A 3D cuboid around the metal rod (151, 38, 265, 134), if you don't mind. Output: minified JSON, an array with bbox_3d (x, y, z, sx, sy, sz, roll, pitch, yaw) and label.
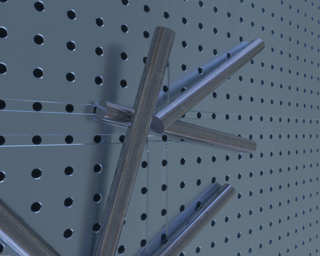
[{"bbox_3d":[0.086,-0.077,0.466,0.302,0.025,0.025,-39,114,-39],"label":"metal rod"}]

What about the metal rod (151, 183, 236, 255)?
[{"bbox_3d":[0.011,0.169,0.420,0.302,0.025,0.025,-33,111,-35],"label":"metal rod"}]

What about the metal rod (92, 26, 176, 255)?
[{"bbox_3d":[-0.033,0.030,0.357,0.025,0.025,0.298,17,87,-39],"label":"metal rod"}]

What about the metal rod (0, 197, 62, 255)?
[{"bbox_3d":[-0.151,0.072,0.275,0.025,0.025,0.299,-47,116,-30],"label":"metal rod"}]

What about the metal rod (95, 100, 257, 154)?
[{"bbox_3d":[0.046,0.006,0.450,0.302,0.025,0.025,13,82,-40],"label":"metal rod"}]
